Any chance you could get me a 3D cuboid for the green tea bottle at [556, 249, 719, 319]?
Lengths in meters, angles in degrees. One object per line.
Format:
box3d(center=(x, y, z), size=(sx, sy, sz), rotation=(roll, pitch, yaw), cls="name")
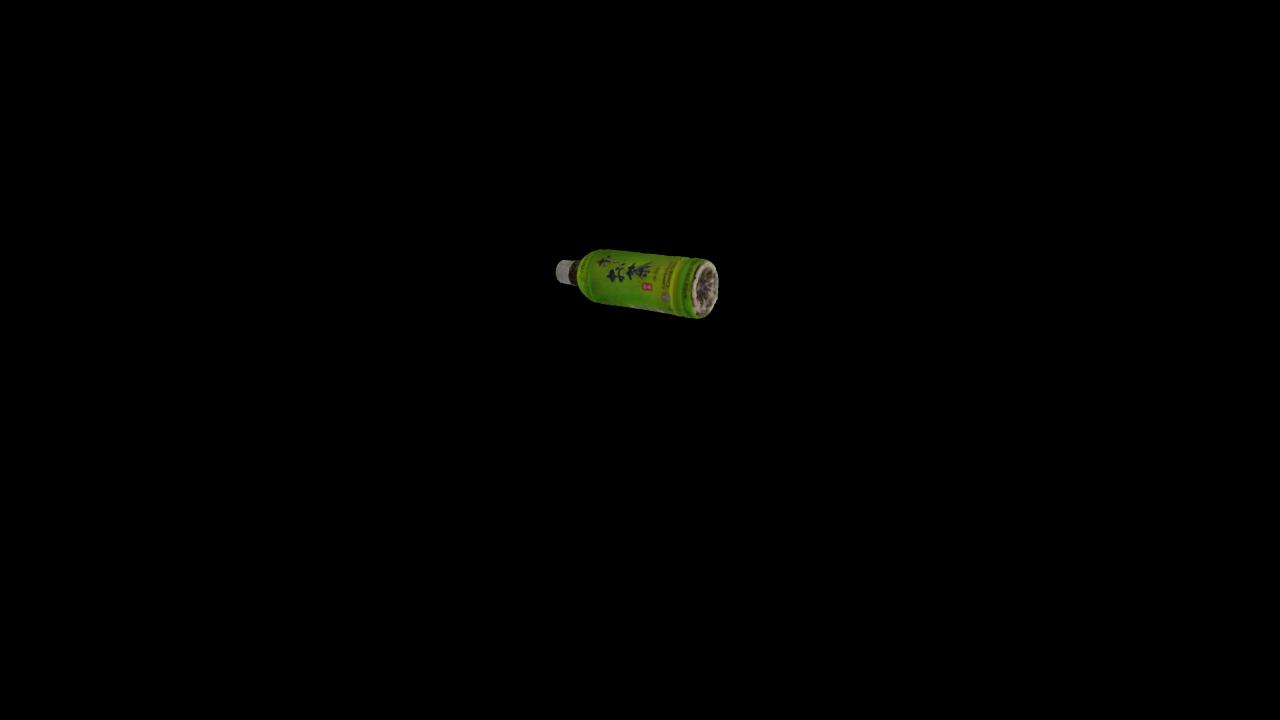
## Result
box3d(center=(-0.013, -0.096, 0.747), size=(0.212, 0.073, 0.073), rotation=(9, 5, 30), cls="green tea bottle")
